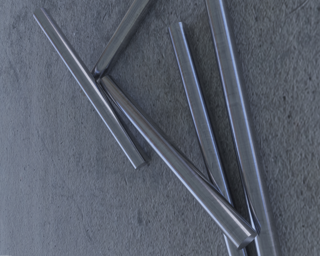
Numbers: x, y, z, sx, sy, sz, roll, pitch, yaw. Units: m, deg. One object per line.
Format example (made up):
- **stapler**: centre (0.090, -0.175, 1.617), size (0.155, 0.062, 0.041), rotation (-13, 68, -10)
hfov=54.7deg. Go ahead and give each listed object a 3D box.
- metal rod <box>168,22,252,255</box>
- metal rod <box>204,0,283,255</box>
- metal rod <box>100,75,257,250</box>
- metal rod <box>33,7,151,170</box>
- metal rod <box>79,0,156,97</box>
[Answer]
- **metal rod**: centre (0.057, 0.017, 0.358), size (0.025, 0.025, 0.299), rotation (-23, 76, 38)
- **metal rod**: centre (0.087, -0.009, 0.333), size (0.025, 0.025, 0.298), rotation (-16, 80, 39)
- **metal rod**: centre (0.001, 0.019, 0.383), size (0.300, 0.025, 0.025), rotation (47, 118, 36)
- **metal rod**: centre (-0.108, -0.067, 0.463), size (0.025, 0.025, 0.299), rotation (-45, 73, 31)
- **metal rod**: centre (-0.034, -0.158, 0.433), size (0.298, 0.025, 0.025), rotation (-50, 61, 28)
